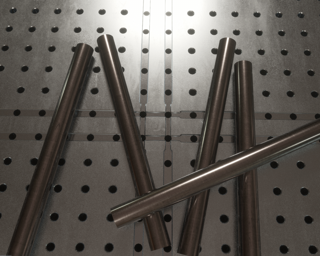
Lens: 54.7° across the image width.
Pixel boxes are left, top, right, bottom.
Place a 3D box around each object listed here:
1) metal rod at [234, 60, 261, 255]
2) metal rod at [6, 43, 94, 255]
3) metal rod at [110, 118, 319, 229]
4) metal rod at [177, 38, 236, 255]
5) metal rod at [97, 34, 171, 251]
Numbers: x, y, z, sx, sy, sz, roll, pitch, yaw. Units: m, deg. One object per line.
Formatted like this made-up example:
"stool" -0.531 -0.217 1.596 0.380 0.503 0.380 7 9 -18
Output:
"metal rod" 0.111 0.049 0.394 0.025 0.025 0.299 3 70 1
"metal rod" -0.137 0.021 0.402 0.025 0.025 0.299 10 70 3
"metal rod" 0.088 0.046 0.368 0.302 0.025 0.025 -22 72 -8
"metal rod" 0.066 0.011 0.408 0.025 0.025 0.299 13 70 4
"metal rod" -0.040 0.005 0.409 0.025 0.025 0.299 -15 71 -6
